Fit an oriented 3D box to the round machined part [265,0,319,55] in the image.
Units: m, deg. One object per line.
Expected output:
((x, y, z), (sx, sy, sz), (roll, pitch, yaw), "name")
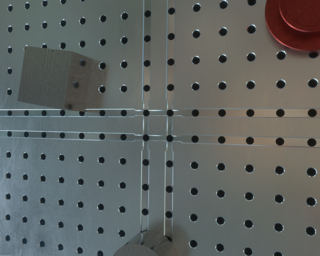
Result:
((0.168, -0.135, 0.344), (0.098, 0.042, 0.097), (0, 90, 20), "round machined part")

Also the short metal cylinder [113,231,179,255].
((-0.019, 0.183, 0.406), (0.080, 0.050, 0.080), (0, 90, 19), "short metal cylinder")

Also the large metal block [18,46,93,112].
((-0.152, -0.071, 0.453), (0.080, 0.050, 0.080), (11, 94, 19), "large metal block")
